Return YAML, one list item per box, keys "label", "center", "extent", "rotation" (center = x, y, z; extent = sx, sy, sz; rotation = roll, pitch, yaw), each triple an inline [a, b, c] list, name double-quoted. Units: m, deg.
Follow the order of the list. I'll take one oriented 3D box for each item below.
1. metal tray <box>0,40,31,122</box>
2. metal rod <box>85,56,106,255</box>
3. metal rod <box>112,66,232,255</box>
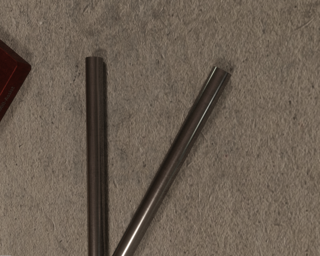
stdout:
- label: "metal tray"
  center: [-0.278, -0.073, 0.502]
  extent: [0.090, 0.030, 0.129]
  rotation: [39, 102, 15]
- label: "metal rod"
  center: [-0.091, 0.050, 0.439]
  extent: [0.025, 0.025, 0.298]
  rotation: [-1, 90, 19]
- label: "metal rod"
  center: [0.009, 0.060, 0.405]
  extent: [0.025, 0.025, 0.298]
  rotation: [30, 100, 17]
